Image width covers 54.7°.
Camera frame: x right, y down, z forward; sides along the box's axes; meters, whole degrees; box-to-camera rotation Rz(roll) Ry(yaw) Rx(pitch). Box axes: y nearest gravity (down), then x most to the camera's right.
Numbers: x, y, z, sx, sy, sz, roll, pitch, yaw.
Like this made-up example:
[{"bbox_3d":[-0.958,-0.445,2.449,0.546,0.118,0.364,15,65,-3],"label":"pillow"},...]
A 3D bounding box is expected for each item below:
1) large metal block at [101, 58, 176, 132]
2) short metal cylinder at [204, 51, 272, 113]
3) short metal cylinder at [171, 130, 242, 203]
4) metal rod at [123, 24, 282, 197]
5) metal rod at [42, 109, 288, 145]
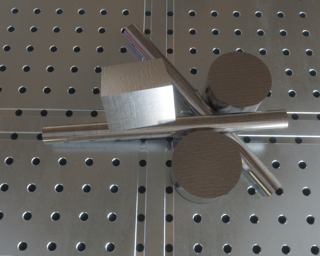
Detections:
[{"bbox_3d":[-0.029,-0.044,0.391,0.081,0.050,0.080,-9,36,-3],"label":"large metal block"},{"bbox_3d":[0.101,-0.055,0.416,0.081,0.050,0.080,0,70,0],"label":"short metal cylinder"},{"bbox_3d":[0.054,0.048,0.377,0.081,0.050,0.080,0,70,0],"label":"short metal cylinder"},{"bbox_3d":[0.048,-0.034,0.421,0.025,0.025,0.300,-36,74,-12],"label":"metal rod"},{"bbox_3d":[0.002,0.000,0.390,0.302,0.025,0.025,-4,70,5],"label":"metal rod"}]
